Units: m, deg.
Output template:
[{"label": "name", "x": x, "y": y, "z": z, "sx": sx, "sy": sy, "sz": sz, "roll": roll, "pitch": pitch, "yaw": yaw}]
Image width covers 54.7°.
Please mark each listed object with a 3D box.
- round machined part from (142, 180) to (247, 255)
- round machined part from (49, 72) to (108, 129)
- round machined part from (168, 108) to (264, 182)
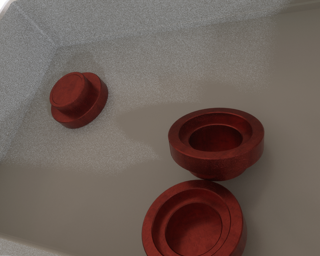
[{"label": "round machined part", "x": 0.035, "y": 0.103, "z": 0.303, "sx": 0.098, "sy": 0.042, "sz": 0.098, "roll": -15, "pitch": 41, "yaw": 14}, {"label": "round machined part", "x": -0.137, "y": -0.051, "z": 0.498, "sx": 0.098, "sy": 0.042, "sz": 0.098, "roll": -13, "pitch": 56, "yaw": 21}, {"label": "round machined part", "x": 0.060, "y": 0.020, "z": 0.333, "sx": 0.099, "sy": 0.042, "sz": 0.098, "roll": -7, "pitch": 31, "yaw": 4}]
